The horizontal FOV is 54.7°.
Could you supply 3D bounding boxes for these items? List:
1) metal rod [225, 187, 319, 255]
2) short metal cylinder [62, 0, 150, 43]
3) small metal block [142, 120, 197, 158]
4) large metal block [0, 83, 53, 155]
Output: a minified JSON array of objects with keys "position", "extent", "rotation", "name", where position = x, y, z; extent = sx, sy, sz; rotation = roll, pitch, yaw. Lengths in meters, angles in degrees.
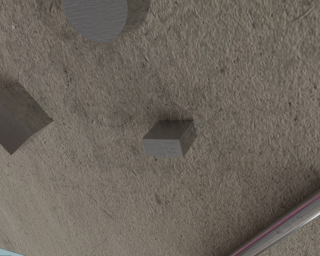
[{"position":[0.138,0.162,0.433],"extent":[0.025,0.025,0.298],"rotation":[36,129,4],"name":"metal rod"},{"position":[-0.058,-0.139,0.335],"extent":[0.080,0.050,0.079],"rotation":[13,124,21],"name":"short metal cylinder"},{"position":[0.013,0.012,0.391],"extent":[0.050,0.050,0.025],"rotation":[0,118,28],"name":"small metal block"},{"position":[-0.237,-0.013,0.507],"extent":[0.080,0.050,0.080],"rotation":[-32,101,38],"name":"large metal block"}]
